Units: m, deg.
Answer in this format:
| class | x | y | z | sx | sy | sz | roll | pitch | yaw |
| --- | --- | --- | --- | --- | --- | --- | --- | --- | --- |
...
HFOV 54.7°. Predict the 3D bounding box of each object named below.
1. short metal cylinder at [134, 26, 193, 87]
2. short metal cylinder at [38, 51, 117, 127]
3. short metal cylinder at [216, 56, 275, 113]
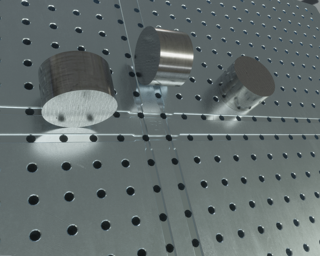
| class | x | y | z | sx | sy | sz | roll | pitch | yaw |
| --- | --- | --- | --- | --- | --- | --- | --- | --- | --- |
| short metal cylinder | 0.003 | -0.099 | 0.437 | 0.050 | 0.080 | 0.080 | -1 | 62 | -29 |
| short metal cylinder | -0.092 | -0.041 | 0.349 | 0.081 | 0.080 | 0.050 | -1 | 62 | -29 |
| short metal cylinder | 0.142 | -0.072 | 0.515 | 0.081 | 0.050 | 0.080 | 14 | 56 | -21 |
